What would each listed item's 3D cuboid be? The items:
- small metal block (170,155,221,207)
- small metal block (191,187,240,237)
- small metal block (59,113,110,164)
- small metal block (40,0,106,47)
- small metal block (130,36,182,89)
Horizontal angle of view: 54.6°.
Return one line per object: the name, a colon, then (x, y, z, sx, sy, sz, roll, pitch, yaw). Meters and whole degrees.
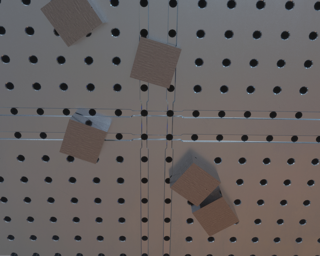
small metal block: (0.049, 0.075, 0.441, 0.050, 0.025, 0.050, 37, 106, -13)
small metal block: (0.081, 0.125, 0.460, 0.050, 0.025, 0.050, -32, 107, 11)
small metal block: (-0.101, 0.014, 0.418, 0.050, 0.025, 0.050, 20, 109, -7)
small metal block: (-0.100, -0.132, 0.364, 0.050, 0.025, 0.050, -31, 107, 11)
small metal block: (-0.006, -0.082, 0.383, 0.050, 0.025, 0.050, 16, 109, -6)
